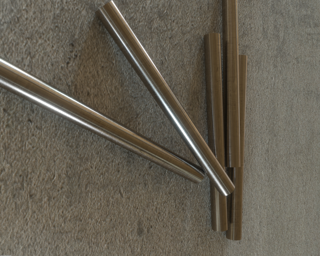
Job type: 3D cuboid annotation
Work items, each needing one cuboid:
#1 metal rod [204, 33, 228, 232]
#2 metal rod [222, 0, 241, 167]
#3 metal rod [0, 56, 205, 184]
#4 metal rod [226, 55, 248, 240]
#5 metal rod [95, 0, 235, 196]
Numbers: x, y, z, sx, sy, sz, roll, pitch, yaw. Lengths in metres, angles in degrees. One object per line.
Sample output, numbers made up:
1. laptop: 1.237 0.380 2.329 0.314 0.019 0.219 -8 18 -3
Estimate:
1. metal rod: 0.086 0.008 0.476 0.025 0.025 0.298 -5 93 -40
2. metal rod: 0.113 -0.088 0.491 0.025 0.025 0.298 2 87 -40
3. metal rod: -0.050 0.006 0.362 0.301 0.025 0.025 31 71 -36
4. metal rod: 0.127 0.030 0.510 0.025 0.025 0.298 4 88 -40
5. metal rod: 0.018 -0.024 0.403 0.025 0.025 0.299 -48 114 -29
